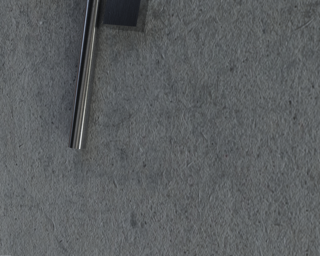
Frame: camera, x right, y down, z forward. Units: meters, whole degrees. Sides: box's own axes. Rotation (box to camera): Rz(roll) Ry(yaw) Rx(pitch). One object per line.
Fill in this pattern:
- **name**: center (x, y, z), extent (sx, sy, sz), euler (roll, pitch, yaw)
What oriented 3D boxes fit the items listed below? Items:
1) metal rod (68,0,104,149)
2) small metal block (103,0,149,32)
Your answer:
- **metal rod**: center (-0.101, -0.119, 0.443), extent (0.025, 0.025, 0.298), euler (9, 93, 19)
- **small metal block**: center (-0.046, -0.162, 0.424), extent (0.050, 0.025, 0.050), euler (11, 94, 19)
